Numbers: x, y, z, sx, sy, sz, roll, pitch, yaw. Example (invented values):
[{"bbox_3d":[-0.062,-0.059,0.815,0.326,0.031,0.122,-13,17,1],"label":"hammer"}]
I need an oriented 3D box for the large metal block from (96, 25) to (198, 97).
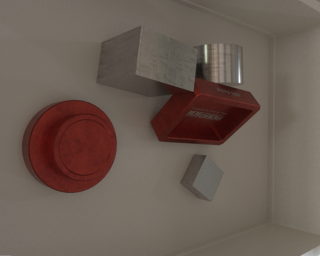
[{"bbox_3d":[-0.015,-0.071,0.359,0.081,0.080,0.050,10,84,-39],"label":"large metal block"}]

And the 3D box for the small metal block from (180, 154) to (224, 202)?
[{"bbox_3d":[0.064,0.074,0.463,0.050,0.025,0.050,43,64,-32],"label":"small metal block"}]

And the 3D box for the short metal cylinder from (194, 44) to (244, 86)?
[{"bbox_3d":[0.076,-0.085,0.436,0.081,0.080,0.050,-4,93,-40],"label":"short metal cylinder"}]

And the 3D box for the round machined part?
[{"bbox_3d":[-0.086,0.019,0.324,0.099,0.042,0.097,0,90,-40],"label":"round machined part"}]

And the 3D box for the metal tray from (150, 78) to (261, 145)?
[{"bbox_3d":[0.064,-0.017,0.421,0.131,0.090,0.030,6,47,-40],"label":"metal tray"}]
